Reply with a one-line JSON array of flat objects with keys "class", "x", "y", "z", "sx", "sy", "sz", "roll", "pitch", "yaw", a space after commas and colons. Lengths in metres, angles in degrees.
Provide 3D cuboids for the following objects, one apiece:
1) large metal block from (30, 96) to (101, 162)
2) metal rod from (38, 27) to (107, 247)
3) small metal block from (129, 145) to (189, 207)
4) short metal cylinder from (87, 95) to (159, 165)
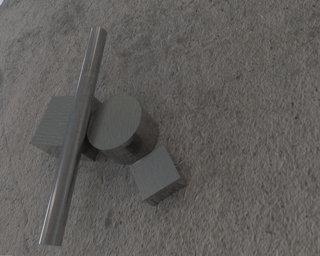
[{"class": "large metal block", "x": -0.128, "y": 0.000, "z": 0.455, "sx": 0.080, "sy": 0.050, "sz": 0.080, "roll": 2, "pitch": 63, "yaw": 29}, {"class": "metal rod", "x": -0.106, "y": -0.007, "z": 0.401, "sx": 0.025, "sy": 0.025, "sz": 0.299, "roll": -6, "pitch": 63, "yaw": 25}, {"class": "small metal block", "x": -0.002, "y": 0.057, "z": 0.370, "sx": 0.050, "sy": 0.025, "sz": 0.050, "roll": -33, "pitch": 52, "yaw": 6}, {"class": "short metal cylinder", "x": -0.049, "y": 0.003, "z": 0.412, "sx": 0.080, "sy": 0.050, "sz": 0.080, "roll": -13, "pitch": 56, "yaw": 21}]
